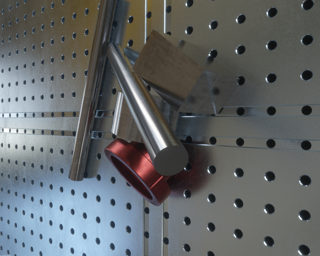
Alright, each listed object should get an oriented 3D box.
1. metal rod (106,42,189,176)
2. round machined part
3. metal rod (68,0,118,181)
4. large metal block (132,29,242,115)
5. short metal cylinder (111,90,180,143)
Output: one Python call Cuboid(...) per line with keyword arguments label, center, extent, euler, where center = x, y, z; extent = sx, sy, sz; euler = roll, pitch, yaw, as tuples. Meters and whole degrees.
Cuboid(label="metal rod", center=(-0.031, -0.047, 0.339), extent=(0.025, 0.025, 0.300), euler=(-64, 26, 20))
Cuboid(label="round machined part", center=(-0.021, 0.049, 0.392), extent=(0.042, 0.098, 0.098), euler=(-43, 53, -19))
Cuboid(label="metal rod", center=(-0.109, -0.058, 0.496), extent=(0.025, 0.025, 0.298), euler=(21, 103, 37))
Cuboid(label="large metal block", center=(0.030, -0.060, 0.347), extent=(0.080, 0.081, 0.050), euler=(46, 117, 30))
Cuboid(label="short metal cylinder", center=(-0.017, -0.014, 0.385), extent=(0.080, 0.081, 0.050), euler=(20, 103, 38))
